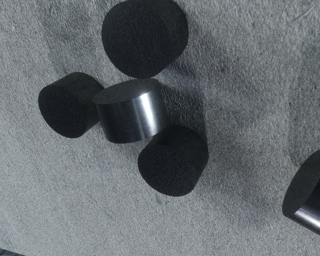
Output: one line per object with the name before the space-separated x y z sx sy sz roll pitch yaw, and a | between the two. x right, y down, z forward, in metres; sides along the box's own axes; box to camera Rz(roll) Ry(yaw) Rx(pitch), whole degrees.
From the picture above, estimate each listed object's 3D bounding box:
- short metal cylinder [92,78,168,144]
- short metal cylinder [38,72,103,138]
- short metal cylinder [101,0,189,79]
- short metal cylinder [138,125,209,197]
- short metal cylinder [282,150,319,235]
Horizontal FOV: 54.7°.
short metal cylinder | -0.035 -0.023 0.375 0.080 0.080 0.050 -1 118 28
short metal cylinder | -0.121 -0.032 0.434 0.080 0.050 0.079 13 124 21
short metal cylinder | -0.015 -0.100 0.337 0.080 0.050 0.079 13 124 21
short metal cylinder | 0.018 0.043 0.408 0.080 0.050 0.079 13 124 21
short metal cylinder | 0.172 0.070 0.323 0.050 0.080 0.079 29 128 10
